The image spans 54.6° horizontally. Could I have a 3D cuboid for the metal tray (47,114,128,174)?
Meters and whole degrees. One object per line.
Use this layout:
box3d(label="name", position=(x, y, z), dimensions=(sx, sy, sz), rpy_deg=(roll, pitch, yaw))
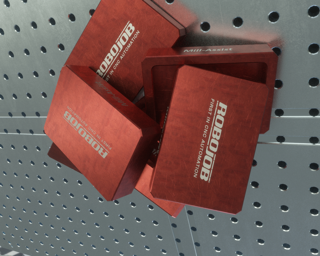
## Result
box3d(label="metal tray", position=(-0.105, 0.026, 0.451), dimensions=(0.090, 0.030, 0.129), rpy_deg=(31, 142, -12))

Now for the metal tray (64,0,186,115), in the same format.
box3d(label="metal tray", position=(-0.045, -0.085, 0.355), dimensions=(0.090, 0.030, 0.129), rpy_deg=(39, 115, -1))

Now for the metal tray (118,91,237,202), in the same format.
box3d(label="metal tray", position=(0.025, 0.013, 0.365), dimensions=(0.130, 0.090, 0.030), rpy_deg=(38, 130, 3))

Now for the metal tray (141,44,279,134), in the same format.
box3d(label="metal tray", position=(0.050, -0.039, 0.329), dimensions=(0.131, 0.030, 0.089), rpy_deg=(-1, 120, 6))

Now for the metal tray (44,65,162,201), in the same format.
box3d(label="metal tray", position=(-0.068, 0.002, 0.331), dimensions=(0.130, 0.030, 0.089), rpy_deg=(39, 118, 27))

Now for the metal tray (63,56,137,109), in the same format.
box3d(label="metal tray", position=(-0.089, -0.037, 0.432), dimensions=(0.090, 0.030, 0.129), rpy_deg=(33, 129, 6))

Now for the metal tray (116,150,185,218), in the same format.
box3d(label="metal tray", position=(-0.010, 0.063, 0.396), dimensions=(0.090, 0.130, 0.030), rpy_deg=(36, 87, 3))

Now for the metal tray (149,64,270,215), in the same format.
box3d(label="metal tray", position=(0.047, 0.012, 0.309), dimensions=(0.090, 0.030, 0.129), rpy_deg=(13, 90, -4))
